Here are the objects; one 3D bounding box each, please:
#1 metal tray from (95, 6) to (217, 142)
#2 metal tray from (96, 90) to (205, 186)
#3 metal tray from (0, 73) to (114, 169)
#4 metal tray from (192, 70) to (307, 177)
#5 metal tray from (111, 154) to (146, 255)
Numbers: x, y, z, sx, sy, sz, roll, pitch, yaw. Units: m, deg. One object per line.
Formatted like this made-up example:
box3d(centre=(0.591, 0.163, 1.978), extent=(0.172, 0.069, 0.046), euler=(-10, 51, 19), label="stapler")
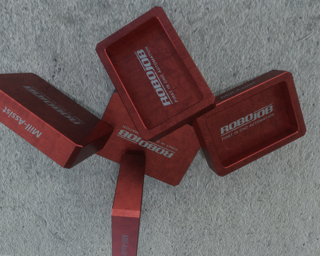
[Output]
box3d(centre=(-0.006, -0.060, 0.355), extent=(0.090, 0.030, 0.130), euler=(-30, 79, 10), label="metal tray")
box3d(centre=(-0.016, 0.013, 0.413), extent=(0.131, 0.030, 0.089), euler=(24, 108, -9), label="metal tray")
box3d(centre=(-0.128, -0.014, 0.353), extent=(0.130, 0.090, 0.030), euler=(35, 107, 5), label="metal tray")
box3d(centre=(0.112, -0.007, 0.390), extent=(0.131, 0.030, 0.090), euler=(-25, 109, -7), label="metal tray")
box3d(centre=(-0.039, 0.108, 0.395), extent=(0.030, 0.090, 0.129), euler=(5, 131, -2), label="metal tray")
